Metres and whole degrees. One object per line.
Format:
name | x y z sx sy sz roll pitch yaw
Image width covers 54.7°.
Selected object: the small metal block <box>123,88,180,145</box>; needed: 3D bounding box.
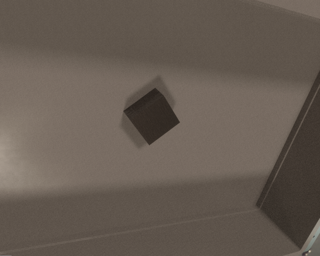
small metal block | -0.010 -0.014 0.396 0.050 0.025 0.050 -37 130 -4
